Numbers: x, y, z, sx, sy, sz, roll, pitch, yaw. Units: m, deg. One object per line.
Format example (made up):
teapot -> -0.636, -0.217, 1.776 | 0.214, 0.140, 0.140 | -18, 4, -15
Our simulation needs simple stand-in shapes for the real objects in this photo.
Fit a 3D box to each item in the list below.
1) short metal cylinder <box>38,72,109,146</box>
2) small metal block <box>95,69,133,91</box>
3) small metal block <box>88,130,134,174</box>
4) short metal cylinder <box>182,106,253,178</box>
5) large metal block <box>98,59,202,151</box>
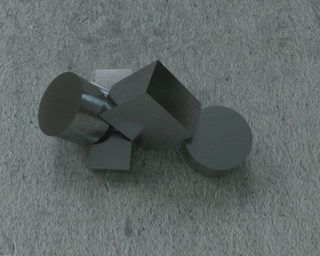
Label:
short metal cylinder -> -0.104, -0.022, 0.384 | 0.080, 0.050, 0.080 | -13, 67, 33
small metal block -> -0.063, -0.053, 0.428 | 0.050, 0.025, 0.050 | -1, 70, -1
small metal block -> -0.061, 0.031, 0.397 | 0.050, 0.025, 0.050 | 3, 70, 0
short metal cylinder -> 0.069, 0.019, 0.390 | 0.081, 0.050, 0.080 | 0, 70, 0
large metal block -> -0.011, -0.022, 0.368 | 0.080, 0.080, 0.050 | 41, 48, -30
